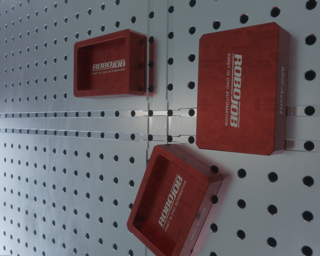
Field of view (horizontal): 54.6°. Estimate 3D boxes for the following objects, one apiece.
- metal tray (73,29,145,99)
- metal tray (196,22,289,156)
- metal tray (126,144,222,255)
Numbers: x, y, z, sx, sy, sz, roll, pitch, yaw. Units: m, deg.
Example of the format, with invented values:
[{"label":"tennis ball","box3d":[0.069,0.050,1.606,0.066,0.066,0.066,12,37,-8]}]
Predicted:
[{"label":"metal tray","box3d":[-0.081,-0.093,0.474,0.130,0.030,0.090,2,91,40]},{"label":"metal tray","box3d":[0.086,-0.039,0.335,0.090,0.030,0.129,3,92,40]},{"label":"metal tray","box3d":[0.014,0.096,0.395,0.090,0.030,0.129,31,109,35]}]
